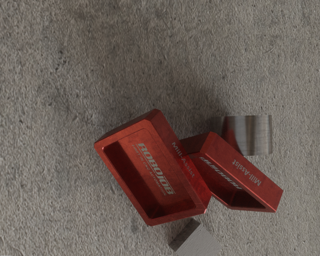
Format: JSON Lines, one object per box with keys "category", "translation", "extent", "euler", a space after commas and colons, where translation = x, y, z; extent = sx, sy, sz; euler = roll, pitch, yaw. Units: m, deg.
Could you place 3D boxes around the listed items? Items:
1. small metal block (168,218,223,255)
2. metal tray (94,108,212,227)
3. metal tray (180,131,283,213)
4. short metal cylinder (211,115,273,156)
{"category": "small metal block", "translation": [0.049, 0.164, 0.428], "extent": [0.050, 0.025, 0.050], "euler": [-44, 104, -15]}
{"category": "metal tray", "translation": [-0.008, 0.052, 0.373], "extent": [0.130, 0.090, 0.030], "euler": [58, 32, -11]}
{"category": "metal tray", "translation": [0.081, 0.061, 0.402], "extent": [0.130, 0.090, 0.030], "euler": [39, 64, -16]}
{"category": "short metal cylinder", "translation": [0.110, 0.009, 0.421], "extent": [0.081, 0.080, 0.050], "euler": [-2, 91, -20]}
